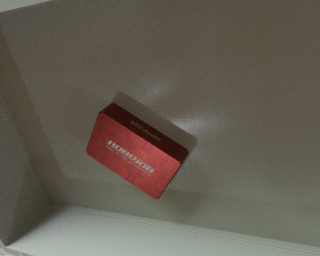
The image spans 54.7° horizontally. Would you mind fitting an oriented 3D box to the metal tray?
[{"bbox_3d":[-0.036,0.035,0.444,0.130,0.030,0.089,32,128,6],"label":"metal tray"}]
